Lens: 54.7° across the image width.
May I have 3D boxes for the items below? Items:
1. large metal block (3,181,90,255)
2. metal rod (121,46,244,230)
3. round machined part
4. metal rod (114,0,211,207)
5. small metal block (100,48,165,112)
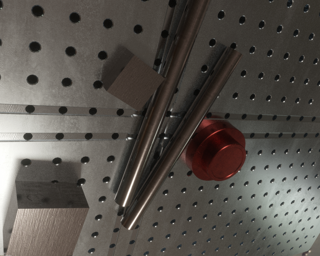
[{"bbox_3d":[-0.144,0.115,0.388,0.081,0.050,0.079,9,114,-33],"label":"large metal block"},{"bbox_3d":[0.025,0.024,0.441,0.025,0.025,0.298,20,108,-36],"label":"metal rod"},{"bbox_3d":[0.093,0.043,0.480,0.099,0.042,0.097,-14,124,-21],"label":"round machined part"},{"bbox_3d":[-0.003,-0.024,0.396,0.025,0.025,0.298,8,115,-32],"label":"metal rod"},{"bbox_3d":[-0.032,-0.055,0.361,0.050,0.025,0.050,32,100,-39],"label":"small metal block"}]
